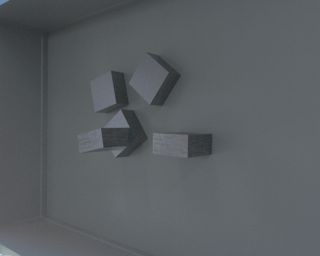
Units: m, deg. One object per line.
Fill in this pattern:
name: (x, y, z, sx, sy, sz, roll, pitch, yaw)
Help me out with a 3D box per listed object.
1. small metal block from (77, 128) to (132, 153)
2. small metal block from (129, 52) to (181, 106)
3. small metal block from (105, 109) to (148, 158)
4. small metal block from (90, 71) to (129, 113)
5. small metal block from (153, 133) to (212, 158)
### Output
small metal block: (-0.075, 0.017, 0.420, 0.050, 0.050, 0.025, -14, 81, 39)
small metal block: (-0.008, -0.065, 0.413, 0.050, 0.025, 0.050, 47, 118, 30)
small metal block: (-0.052, 0.008, 0.450, 0.050, 0.025, 0.050, -42, 65, 32)
small metal block: (-0.077, -0.054, 0.471, 0.050, 0.025, 0.050, -17, 79, 38)
small metal block: (0.027, 0.019, 0.368, 0.050, 0.050, 0.025, 2, 92, 40)
